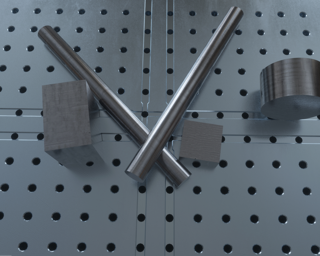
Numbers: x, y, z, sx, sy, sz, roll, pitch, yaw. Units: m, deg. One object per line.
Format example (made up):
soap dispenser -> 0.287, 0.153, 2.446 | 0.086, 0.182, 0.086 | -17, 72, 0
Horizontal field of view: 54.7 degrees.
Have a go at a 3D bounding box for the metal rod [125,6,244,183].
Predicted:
metal rod -> 0.043, -0.060, 0.417 | 0.025, 0.025, 0.300 | 28, 66, 10

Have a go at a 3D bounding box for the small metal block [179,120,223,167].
small metal block -> 0.053, 0.020, 0.405 | 0.050, 0.025, 0.050 | 9, 70, 3

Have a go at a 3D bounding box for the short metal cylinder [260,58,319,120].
short metal cylinder -> 0.172, -0.048, 0.401 | 0.080, 0.080, 0.050 | 4, 70, 1

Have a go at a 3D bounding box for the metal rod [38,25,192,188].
metal rod -> -0.070, -0.038, 0.424 | 0.025, 0.025, 0.300 | -41, 75, -13

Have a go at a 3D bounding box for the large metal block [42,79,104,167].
large metal block -> -0.105, -0.002, 0.383 | 0.050, 0.080, 0.080 | -9, 70, -3
